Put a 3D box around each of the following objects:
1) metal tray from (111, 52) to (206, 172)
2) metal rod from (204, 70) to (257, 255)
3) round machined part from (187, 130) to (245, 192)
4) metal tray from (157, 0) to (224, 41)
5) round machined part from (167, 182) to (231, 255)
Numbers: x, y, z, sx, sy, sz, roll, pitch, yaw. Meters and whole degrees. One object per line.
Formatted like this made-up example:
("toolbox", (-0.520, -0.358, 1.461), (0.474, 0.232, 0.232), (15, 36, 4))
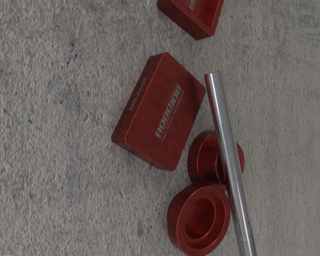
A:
("metal tray", (0.003, -0.020, 0.404), (0.090, 0.030, 0.130), (36, 68, -34))
("metal rod", (0.103, 0.069, 0.436), (0.025, 0.025, 0.298), (-22, 104, -38))
("round machined part", (0.091, 0.052, 0.470), (0.099, 0.042, 0.097), (0, 90, -40))
("metal tray", (0.054, -0.206, 0.445), (0.090, 0.030, 0.130), (28, 73, -37))
("round machined part", (0.049, 0.123, 0.430), (0.099, 0.042, 0.097), (-5, 98, -35))
